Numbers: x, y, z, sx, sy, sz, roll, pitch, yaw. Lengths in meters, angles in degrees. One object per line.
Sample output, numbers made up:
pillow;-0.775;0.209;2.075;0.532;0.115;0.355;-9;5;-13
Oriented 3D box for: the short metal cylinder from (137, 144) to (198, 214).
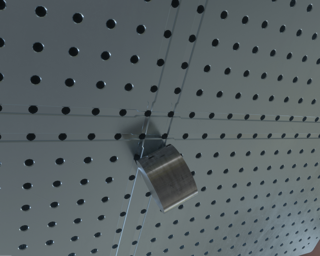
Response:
short metal cylinder;0.009;0.068;0.422;0.050;0.080;0.080;-27;128;-12
